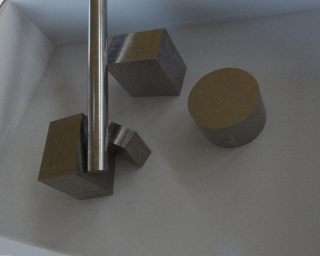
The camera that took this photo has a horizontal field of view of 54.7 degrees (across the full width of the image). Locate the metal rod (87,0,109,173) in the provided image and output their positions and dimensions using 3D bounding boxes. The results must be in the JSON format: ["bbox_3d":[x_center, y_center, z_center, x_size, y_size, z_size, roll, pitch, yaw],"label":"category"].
[{"bbox_3d":[-0.080,-0.093,0.398,0.025,0.025,0.299,-10,73,22],"label":"metal rod"}]

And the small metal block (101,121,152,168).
[{"bbox_3d":[-0.046,0.020,0.398,0.050,0.050,0.025,20,67,35],"label":"small metal block"}]

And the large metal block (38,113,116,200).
[{"bbox_3d":[-0.101,0.039,0.397,0.050,0.080,0.080,-14,56,21],"label":"large metal block"}]

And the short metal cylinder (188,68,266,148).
[{"bbox_3d":[0.079,-0.023,0.362,0.080,0.050,0.080,-13,56,20],"label":"short metal cylinder"}]

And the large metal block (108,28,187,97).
[{"bbox_3d":[-0.018,-0.087,0.432,0.080,0.080,0.050,1,62,28],"label":"large metal block"}]
